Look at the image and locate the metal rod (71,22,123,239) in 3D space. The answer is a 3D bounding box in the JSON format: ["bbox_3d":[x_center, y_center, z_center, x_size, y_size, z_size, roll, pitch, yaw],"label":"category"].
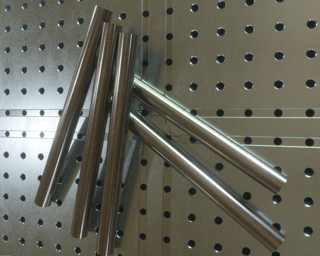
[{"bbox_3d":[-0.088,0.012,0.421,0.025,0.025,0.298,16,103,19],"label":"metal rod"}]

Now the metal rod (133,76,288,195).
[{"bbox_3d":[0.024,-0.015,0.403,0.300,0.025,0.025,35,101,16],"label":"metal rod"}]

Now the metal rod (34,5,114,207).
[{"bbox_3d":[-0.125,-0.020,0.437,0.025,0.025,0.298,27,105,17],"label":"metal rod"}]

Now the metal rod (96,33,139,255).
[{"bbox_3d":[-0.058,0.030,0.410,0.025,0.025,0.298,12,102,19],"label":"metal rod"}]

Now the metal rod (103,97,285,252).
[{"bbox_3d":[0.027,0.044,0.402,0.300,0.025,0.025,40,102,15],"label":"metal rod"}]
